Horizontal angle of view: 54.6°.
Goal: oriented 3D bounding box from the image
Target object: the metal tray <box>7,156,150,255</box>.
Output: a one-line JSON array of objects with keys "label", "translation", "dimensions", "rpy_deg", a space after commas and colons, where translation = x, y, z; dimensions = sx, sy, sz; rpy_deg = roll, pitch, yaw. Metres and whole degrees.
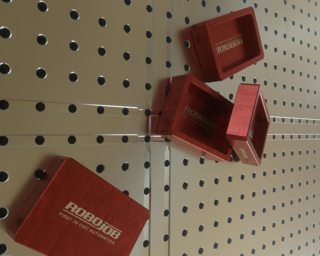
[{"label": "metal tray", "translation": [-0.080, 0.101, 0.338], "dimensions": [0.130, 0.030, 0.090], "rpy_deg": [43, 64, -32]}]

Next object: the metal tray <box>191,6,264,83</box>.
[{"label": "metal tray", "translation": [0.113, -0.136, 0.498], "dimensions": [0.131, 0.030, 0.090], "rpy_deg": [-30, 109, -36]}]

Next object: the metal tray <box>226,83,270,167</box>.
[{"label": "metal tray", "translation": [0.144, -0.001, 0.493], "dimensions": [0.130, 0.030, 0.090], "rpy_deg": [44, 60, -55]}]

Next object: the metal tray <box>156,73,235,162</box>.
[{"label": "metal tray", "translation": [0.062, -0.011, 0.456], "dimensions": [0.131, 0.030, 0.090], "rpy_deg": [26, 74, -37]}]
